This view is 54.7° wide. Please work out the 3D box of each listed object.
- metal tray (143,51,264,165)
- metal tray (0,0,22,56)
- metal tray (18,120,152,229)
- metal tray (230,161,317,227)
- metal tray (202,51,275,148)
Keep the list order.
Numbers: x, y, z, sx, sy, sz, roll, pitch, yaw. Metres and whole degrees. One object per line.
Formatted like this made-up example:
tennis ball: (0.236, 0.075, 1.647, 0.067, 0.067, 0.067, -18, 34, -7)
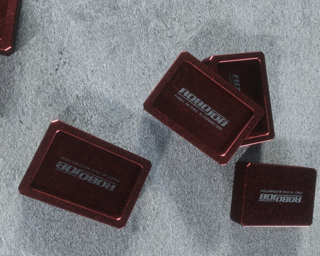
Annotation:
metal tray: (0.055, -0.025, 0.401, 0.130, 0.030, 0.090, 36, 91, -4)
metal tray: (-0.220, -0.134, 0.324, 0.131, 0.030, 0.089, 8, 87, -20)
metal tray: (-0.086, 0.056, 0.374, 0.131, 0.030, 0.090, 26, 81, -18)
metal tray: (0.174, 0.101, 0.471, 0.131, 0.030, 0.089, 7, 88, -20)
metal tray: (0.113, -0.040, 0.447, 0.091, 0.030, 0.129, -10, 93, -20)
